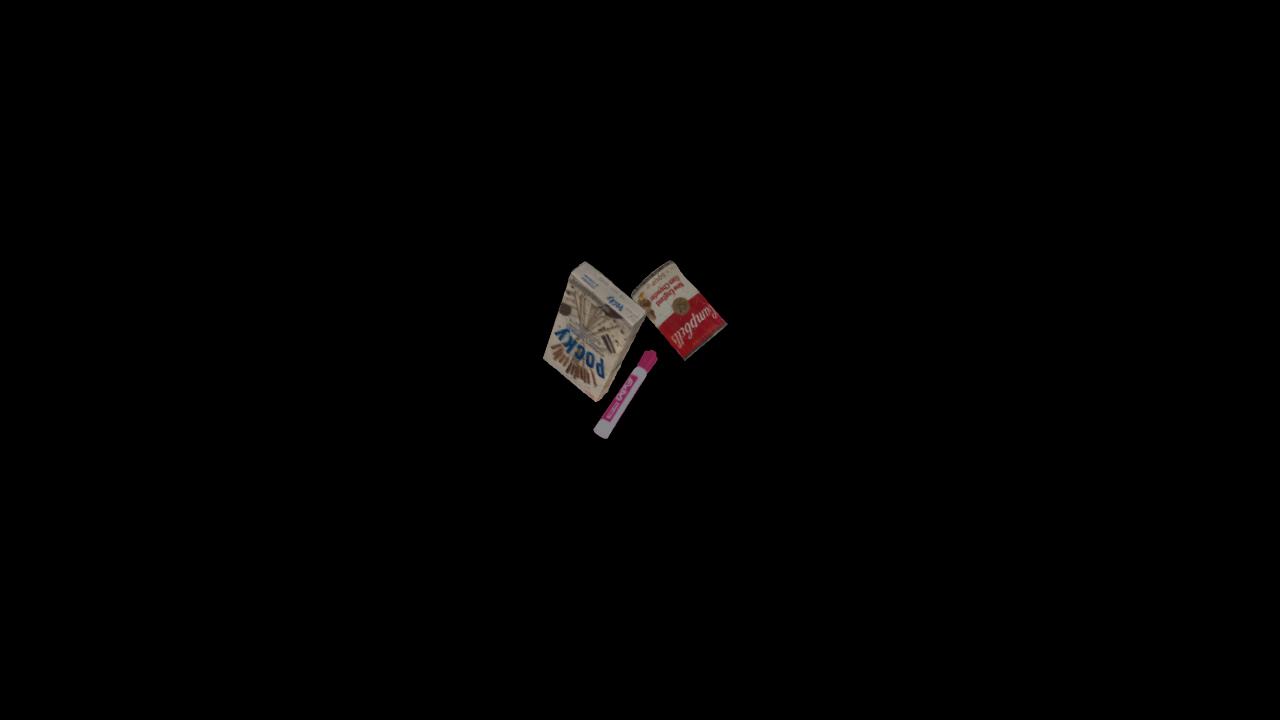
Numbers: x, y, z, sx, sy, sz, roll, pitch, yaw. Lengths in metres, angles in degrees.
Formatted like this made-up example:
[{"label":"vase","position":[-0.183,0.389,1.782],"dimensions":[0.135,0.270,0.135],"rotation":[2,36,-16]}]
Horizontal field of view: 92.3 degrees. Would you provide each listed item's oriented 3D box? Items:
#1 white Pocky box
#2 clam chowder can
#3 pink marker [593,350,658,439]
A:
[{"label":"white Pocky box","position":[-0.051,-0.024,0.643],"dimensions":[0.028,0.084,0.154],"rotation":[-45,-10,-37]},{"label":"clam chowder can","position":[0.046,-0.059,0.729],"dimensions":[0.068,0.102,0.068],"rotation":[-40,-4,-3]},{"label":"pink marker","position":[-0.014,0.037,0.710],"dimensions":[0.020,0.121,0.020],"rotation":[27,-24,14]}]
